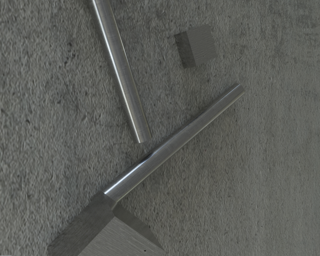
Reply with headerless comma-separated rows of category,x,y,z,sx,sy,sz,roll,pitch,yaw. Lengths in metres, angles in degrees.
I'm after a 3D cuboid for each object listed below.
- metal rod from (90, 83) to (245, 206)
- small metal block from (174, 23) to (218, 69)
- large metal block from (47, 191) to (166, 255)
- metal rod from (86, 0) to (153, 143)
metal rod,0.030,0.012,0.431,0.302,0.025,0.025,-37,113,-34
small metal block,0.053,-0.119,0.451,0.050,0.025,0.050,-30,109,-36
large metal block,-0.056,0.128,0.326,0.080,0.050,0.080,-47,121,-5
metal rod,-0.063,-0.124,0.352,0.025,0.025,0.298,-28,108,-37
